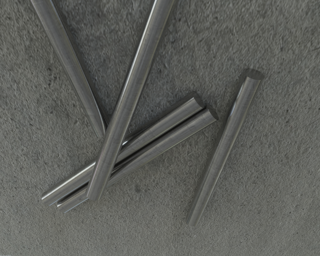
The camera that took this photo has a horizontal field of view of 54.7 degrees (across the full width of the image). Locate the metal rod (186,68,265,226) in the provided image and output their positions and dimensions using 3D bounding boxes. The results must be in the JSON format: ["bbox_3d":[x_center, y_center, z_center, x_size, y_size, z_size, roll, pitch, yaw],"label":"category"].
[{"bbox_3d":[0.082,0.050,0.450,0.025,0.025,0.298,7,130,-6],"label":"metal rod"}]

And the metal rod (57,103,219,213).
[{"bbox_3d":[-0.047,0.054,0.452,0.299,0.025,0.025,-33,123,25],"label":"metal rod"}]

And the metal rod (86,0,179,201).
[{"bbox_3d":[-0.042,-0.021,0.369,0.025,0.025,0.298,16,122,-13],"label":"metal rod"}]

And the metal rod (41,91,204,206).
[{"bbox_3d":[-0.067,0.040,0.439,0.299,0.025,0.025,-33,123,25],"label":"metal rod"}]

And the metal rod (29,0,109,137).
[{"bbox_3d":[-0.108,-0.107,0.314,0.025,0.025,0.299,-10,130,8],"label":"metal rod"}]
